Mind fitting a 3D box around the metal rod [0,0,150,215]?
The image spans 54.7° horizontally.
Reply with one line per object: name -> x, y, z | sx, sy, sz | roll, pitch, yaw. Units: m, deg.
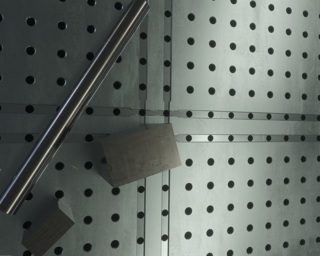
metal rod -> -0.099, -0.035, 0.376 | 0.025, 0.025, 0.300 | 34, 79, -17

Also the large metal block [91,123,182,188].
large metal block -> -0.031, 0.028, 0.373 | 0.081, 0.080, 0.050 | -16, 96, -20

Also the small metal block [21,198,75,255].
small metal block -> -0.127, 0.112, 0.353 | 0.050, 0.050, 0.025 | -44, 104, -15
